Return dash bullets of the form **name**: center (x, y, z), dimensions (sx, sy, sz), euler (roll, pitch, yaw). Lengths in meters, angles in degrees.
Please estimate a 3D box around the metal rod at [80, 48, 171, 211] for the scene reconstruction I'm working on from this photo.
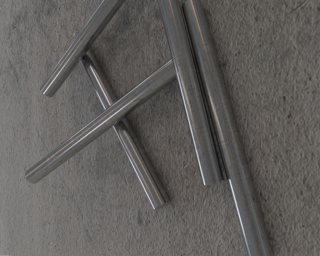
- **metal rod**: center (-0.065, -0.019, 0.458), dimensions (0.025, 0.025, 0.299), euler (-44, 64, 31)

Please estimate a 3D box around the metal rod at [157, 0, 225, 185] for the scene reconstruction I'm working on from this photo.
- **metal rod**: center (0.026, -0.084, 0.362), dimensions (0.025, 0.025, 0.298), euler (-19, 81, 38)

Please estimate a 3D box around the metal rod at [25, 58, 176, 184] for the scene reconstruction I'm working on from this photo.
- **metal rod**: center (-0.089, -0.001, 0.439), dimensions (0.299, 0.025, 0.025), euler (-35, 68, 21)

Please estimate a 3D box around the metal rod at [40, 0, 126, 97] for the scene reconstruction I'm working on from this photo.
- **metal rod**: center (-0.089, -0.158, 0.455), dimensions (0.299, 0.025, 0.025), euler (-45, 63, 22)

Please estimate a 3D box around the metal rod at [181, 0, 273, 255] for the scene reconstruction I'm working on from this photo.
- **metal rod**: center (0.071, -0.006, 0.346), dimensions (0.025, 0.025, 0.299), euler (-22, 76, 38)
